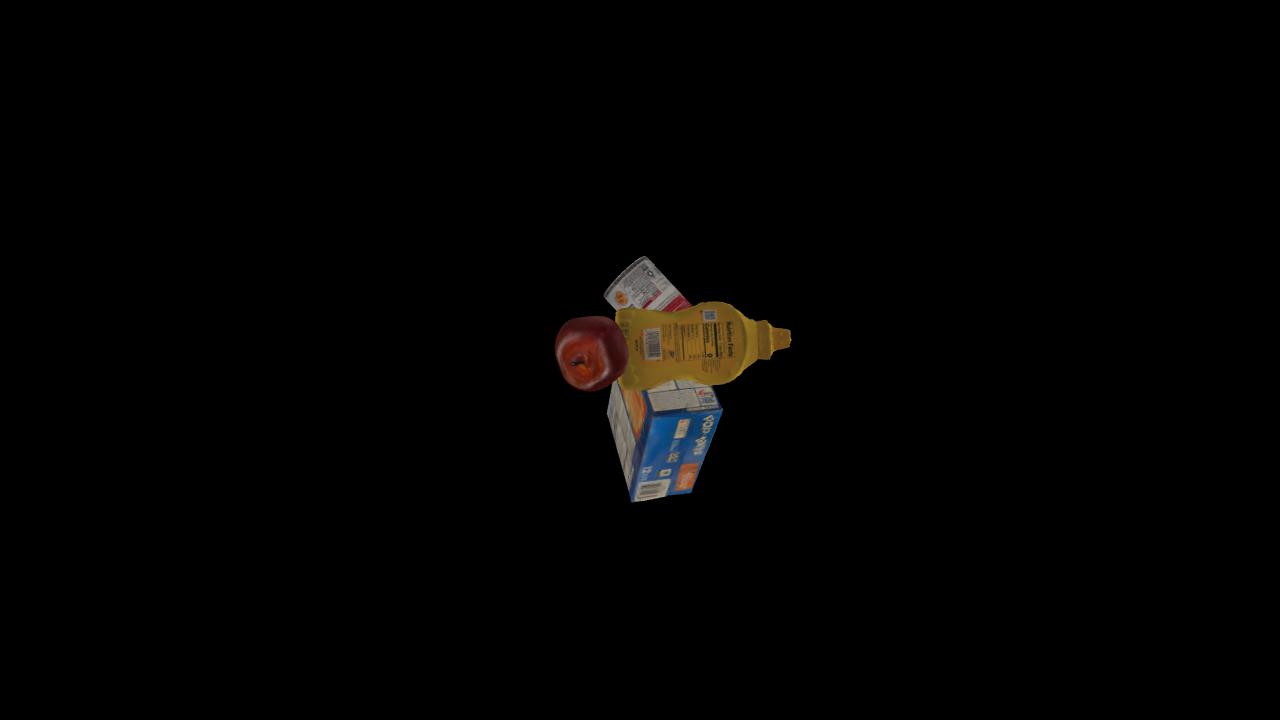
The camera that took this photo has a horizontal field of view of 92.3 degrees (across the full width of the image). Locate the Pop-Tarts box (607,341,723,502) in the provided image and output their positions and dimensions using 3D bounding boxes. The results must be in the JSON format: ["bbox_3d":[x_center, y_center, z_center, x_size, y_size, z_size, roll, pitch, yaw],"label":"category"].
[{"bbox_3d":[0.022,0.063,0.738,0.083,0.141,0.167,-5,-43,-17],"label":"Pop-Tarts box"}]

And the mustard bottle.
[{"bbox_3d":[0.067,-0.017,0.653,0.184,0.092,0.054,-4,-14,7],"label":"mustard bottle"}]

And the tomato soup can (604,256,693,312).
[{"bbox_3d":[0.016,-0.057,0.682,0.068,0.101,0.068,-43,-1,-1],"label":"tomato soup can"}]

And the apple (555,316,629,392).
[{"bbox_3d":[-0.050,-0.009,0.637,0.079,0.079,0.093,0,16,16],"label":"apple"}]
